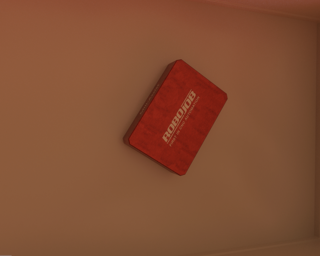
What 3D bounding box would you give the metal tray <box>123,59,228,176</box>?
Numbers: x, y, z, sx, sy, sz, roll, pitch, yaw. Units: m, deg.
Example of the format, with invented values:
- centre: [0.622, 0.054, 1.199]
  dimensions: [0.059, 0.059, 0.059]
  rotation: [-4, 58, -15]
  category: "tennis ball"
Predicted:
- centre: [0.022, -0.014, 0.416]
  dimensions: [0.090, 0.030, 0.130]
  rotation: [34, 79, -17]
  category: "metal tray"
